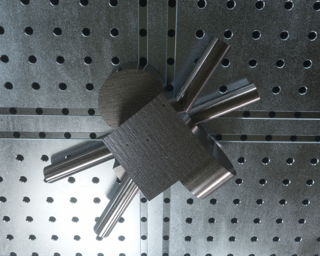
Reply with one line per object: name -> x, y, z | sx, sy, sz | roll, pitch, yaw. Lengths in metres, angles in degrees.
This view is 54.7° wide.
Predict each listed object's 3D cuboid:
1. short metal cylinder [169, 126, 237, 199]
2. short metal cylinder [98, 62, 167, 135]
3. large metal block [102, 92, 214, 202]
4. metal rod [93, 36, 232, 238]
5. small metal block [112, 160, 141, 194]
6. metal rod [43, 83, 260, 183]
short metal cylinder -> 0.052, 0.043, 0.397 | 0.050, 0.080, 0.080 | -41, 105, 14
short metal cylinder -> -0.032, -0.037, 0.382 | 0.081, 0.050, 0.079 | 0, 110, 0
large metal block -> 0.000, 0.018, 0.335 | 0.080, 0.050, 0.080 | -38, 89, 13
metal rod -> -0.006, 0.023, 0.392 | 0.025, 0.025, 0.298 | 29, 107, -10
small metal block -> -0.030, 0.060, 0.431 | 0.050, 0.025, 0.050 | -27, 108, 9
metal rod -> -0.017, 0.010, 0.413 | 0.301, 0.025, 0.025 | -22, 109, 7
